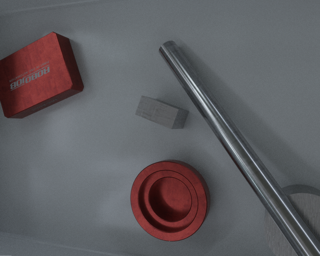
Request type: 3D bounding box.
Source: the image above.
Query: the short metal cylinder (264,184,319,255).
[{"bbox_3d":[0.158,0.107,0.342,0.080,0.050,0.079,0,90,19],"label":"short metal cylinder"}]

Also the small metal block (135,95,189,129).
[{"bbox_3d":[0.004,-0.019,0.395,0.050,0.050,0.025,22,98,18],"label":"small metal block"}]

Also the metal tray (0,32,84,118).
[{"bbox_3d":[-0.189,-0.077,0.473,0.130,0.030,0.090,-21,83,18],"label":"metal tray"}]

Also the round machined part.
[{"bbox_3d":[0.016,0.089,0.395,0.098,0.042,0.097,0,90,19],"label":"round machined part"}]

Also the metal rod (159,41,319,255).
[{"bbox_3d":[0.080,0.012,0.347,0.025,0.025,0.299,-38,65,16],"label":"metal rod"}]
